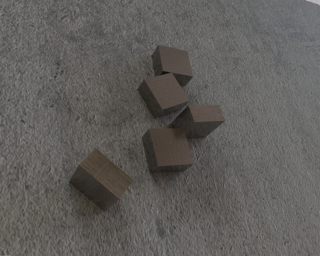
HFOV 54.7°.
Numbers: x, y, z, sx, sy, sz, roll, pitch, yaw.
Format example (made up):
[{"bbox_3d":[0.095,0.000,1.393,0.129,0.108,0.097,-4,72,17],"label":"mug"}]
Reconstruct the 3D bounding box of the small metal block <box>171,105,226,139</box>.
[{"bbox_3d":[0.051,-0.008,0.419,0.050,0.050,0.025,-3,64,-30],"label":"small metal block"}]

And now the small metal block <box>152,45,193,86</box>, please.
[{"bbox_3d":[0.018,-0.095,0.471,0.050,0.025,0.050,6,59,-26],"label":"small metal block"}]

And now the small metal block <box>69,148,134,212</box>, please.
[{"bbox_3d":[-0.062,0.055,0.320,0.050,0.050,0.025,41,51,-1],"label":"small metal block"}]

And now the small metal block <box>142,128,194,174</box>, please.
[{"bbox_3d":[0.009,0.028,0.391,0.050,0.025,0.050,0,62,-28],"label":"small metal block"}]

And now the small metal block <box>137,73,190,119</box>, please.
[{"bbox_3d":[0.005,-0.046,0.434,0.050,0.025,0.050,-21,73,-36],"label":"small metal block"}]
